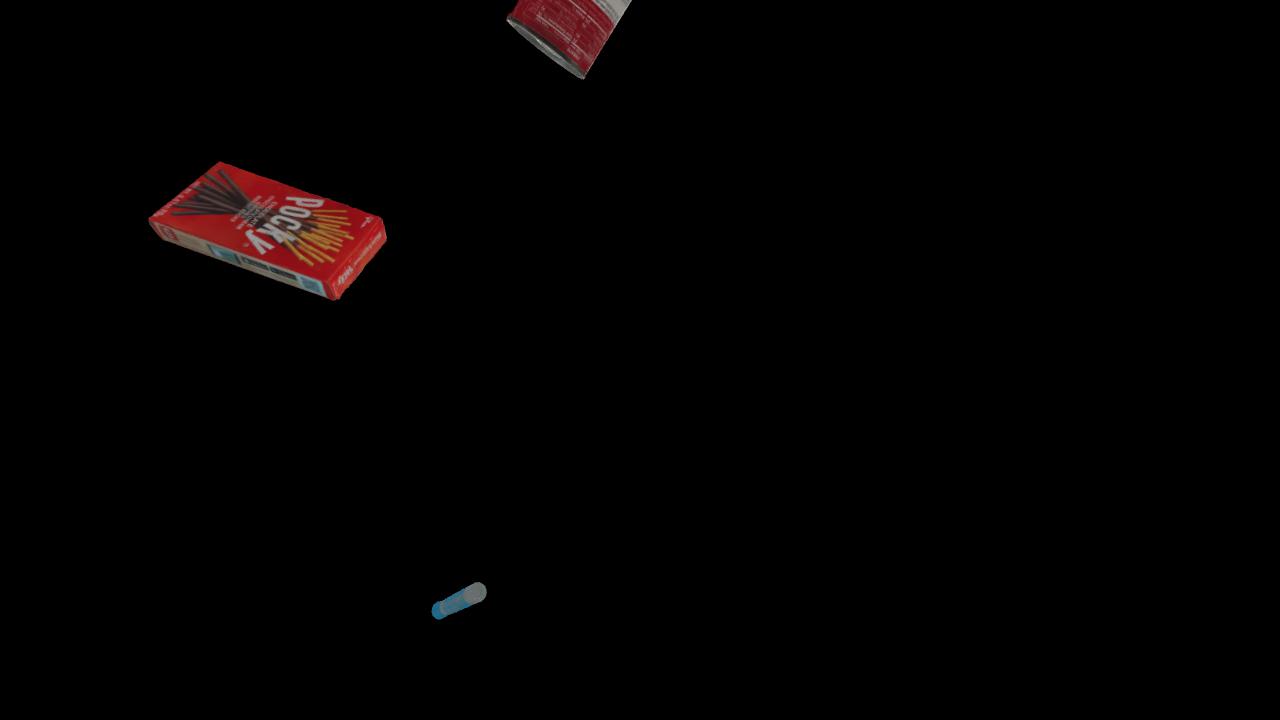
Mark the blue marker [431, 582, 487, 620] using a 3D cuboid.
[{"bbox_3d":[-0.191,0.253,0.643,0.020,0.020,0.121,0,-27,-38],"label":"blue marker"}]

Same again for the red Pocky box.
[{"bbox_3d":[-0.301,-0.109,0.507,0.155,0.083,0.028,19,-37,2],"label":"red Pocky box"}]

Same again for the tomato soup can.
[{"bbox_3d":[-0.041,-0.268,0.442,0.068,0.101,0.068,34,13,-9],"label":"tomato soup can"}]
